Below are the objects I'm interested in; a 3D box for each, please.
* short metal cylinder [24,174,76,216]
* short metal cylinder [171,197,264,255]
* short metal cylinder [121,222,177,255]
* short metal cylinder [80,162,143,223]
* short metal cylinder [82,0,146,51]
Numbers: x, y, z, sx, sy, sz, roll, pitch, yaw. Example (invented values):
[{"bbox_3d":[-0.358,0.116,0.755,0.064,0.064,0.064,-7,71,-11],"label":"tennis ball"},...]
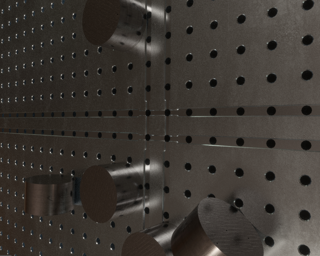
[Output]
[{"bbox_3d":[-0.185,0.111,0.523,0.080,0.081,0.050,5,93,39],"label":"short metal cylinder"},{"bbox_3d":[0.059,0.120,0.324,0.080,0.081,0.050,49,119,28],"label":"short metal cylinder"},{"bbox_3d":[-0.003,0.167,0.394,0.080,0.050,0.079,0,90,39],"label":"short metal cylinder"},{"bbox_3d":[-0.071,0.092,0.449,0.080,0.050,0.079,0,90,39],"label":"short metal cylinder"},{"bbox_3d":[-0.066,-0.155,0.445,0.080,0.050,0.079,0,90,39],"label":"short metal cylinder"}]
